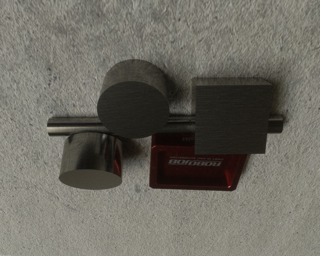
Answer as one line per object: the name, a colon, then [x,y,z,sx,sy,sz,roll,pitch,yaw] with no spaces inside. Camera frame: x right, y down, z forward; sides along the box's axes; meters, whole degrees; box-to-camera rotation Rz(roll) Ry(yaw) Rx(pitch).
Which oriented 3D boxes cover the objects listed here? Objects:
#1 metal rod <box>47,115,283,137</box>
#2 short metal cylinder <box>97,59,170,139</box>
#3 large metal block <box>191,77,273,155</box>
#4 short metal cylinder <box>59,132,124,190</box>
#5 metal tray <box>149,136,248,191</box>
metal rod: [0.007,-0.003,0.408,0.302,0.025,0.025,-1,130,0]
short metal cylinder: [-0.029,-0.034,0.363,0.081,0.050,0.079,0,130,0]
large metal block: [0.079,-0.016,0.363,0.081,0.050,0.079,-1,109,0]
short metal cylinder: [-0.090,0.047,0.415,0.081,0.050,0.080,-1,151,0]
metal tray: [0.052,0.050,0.447,0.131,0.030,0.089,2,130,-3]
